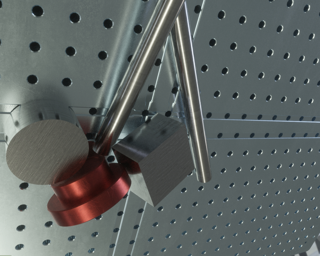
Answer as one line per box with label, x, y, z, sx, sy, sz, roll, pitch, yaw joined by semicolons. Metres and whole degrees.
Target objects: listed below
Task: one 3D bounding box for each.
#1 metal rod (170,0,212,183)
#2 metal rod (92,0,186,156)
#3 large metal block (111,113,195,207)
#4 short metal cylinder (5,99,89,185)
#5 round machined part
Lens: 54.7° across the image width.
metal rod;0.042;-0.037;0.413;0.025;0.025;0.298;-25;128;-14
metal rod;-0.008;-0.092;0.328;0.025;0.025;0.298;11;120;-34
large metal block;-0.005;0.040;0.403;0.080;0.050;0.080;-39;133;-28
short metal cylinder;-0.124;0.015;0.337;0.081;0.050;0.079;-14;124;-21
round machined part;-0.087;0.067;0.364;0.099;0.098;0.042;-27;106;-12
